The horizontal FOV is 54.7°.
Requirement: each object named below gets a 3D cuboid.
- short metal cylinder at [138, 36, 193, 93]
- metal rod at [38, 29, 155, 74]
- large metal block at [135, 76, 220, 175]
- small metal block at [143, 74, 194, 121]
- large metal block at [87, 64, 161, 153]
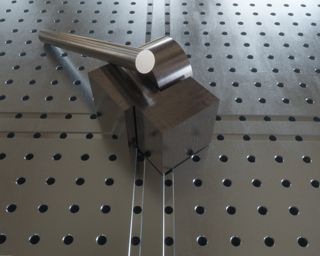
[{"bbox_3d":[-0.003,-0.071,0.398,0.050,0.080,0.080,-30,56,-23],"label":"short metal cylinder"},{"bbox_3d":[-0.108,-0.116,0.436,0.025,0.025,0.300,-34,37,-25],"label":"metal rod"},{"bbox_3d":[0.020,-0.003,0.372,0.081,0.080,0.050,-31,57,-23],"label":"large metal block"},{"bbox_3d":[0.012,-0.045,0.446,0.050,0.025,0.050,-34,58,-26],"label":"small metal block"},{"bbox_3d":[-0.044,-0.029,0.397,0.050,0.080,0.080,-31,57,-23],"label":"large metal block"}]
